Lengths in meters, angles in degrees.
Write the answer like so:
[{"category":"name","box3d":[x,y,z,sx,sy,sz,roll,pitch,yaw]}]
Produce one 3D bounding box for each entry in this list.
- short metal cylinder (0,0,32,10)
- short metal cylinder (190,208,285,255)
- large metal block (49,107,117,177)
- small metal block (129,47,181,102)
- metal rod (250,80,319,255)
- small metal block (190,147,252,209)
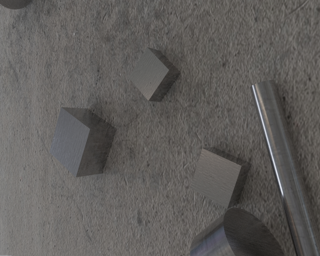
[{"category":"short metal cylinder","box3d":[-0.300,-0.285,0.617,0.050,0.081,0.079,41,115,32]},{"category":"short metal cylinder","box3d":[0.077,0.127,0.306,0.050,0.081,0.080,-50,61,28]},{"category":"large metal block","box3d":[-0.123,0.020,0.491,0.080,0.050,0.079,32,110,35]},{"category":"small metal block","box3d":[-0.008,-0.070,0.412,0.050,0.025,0.050,51,120,27]},{"category":"metal rod","box3d":[0.136,0.099,0.292,0.025,0.025,0.299,-20,77,38]},{"category":"small metal block","box3d":[0.068,0.054,0.349,0.050,0.025,0.050,24,105,37]}]
